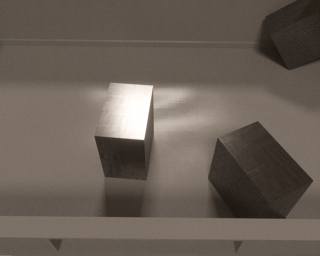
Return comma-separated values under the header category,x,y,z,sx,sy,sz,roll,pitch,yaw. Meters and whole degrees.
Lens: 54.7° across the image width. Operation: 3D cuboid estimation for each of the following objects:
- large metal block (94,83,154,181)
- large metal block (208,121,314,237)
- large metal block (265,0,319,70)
category,x,y,z,sx,sy,sz,roll,pitch,yaw
large metal block,-0.037,0.005,0.365,0.050,0.080,0.080,4,50,3
large metal block,0.098,0.054,0.325,0.050,0.080,0.080,-21,53,-17
large metal block,0.220,-0.148,0.476,0.080,0.080,0.050,-22,43,29
